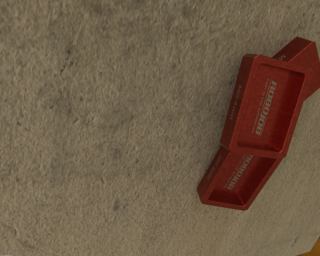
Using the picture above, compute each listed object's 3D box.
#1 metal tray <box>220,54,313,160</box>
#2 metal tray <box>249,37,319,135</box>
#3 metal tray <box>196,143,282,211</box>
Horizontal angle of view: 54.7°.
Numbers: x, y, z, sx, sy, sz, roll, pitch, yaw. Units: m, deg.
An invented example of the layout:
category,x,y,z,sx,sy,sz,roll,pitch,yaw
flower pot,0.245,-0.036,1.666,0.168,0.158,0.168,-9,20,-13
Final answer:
category,x,y,z,sx,sy,sz,roll,pitch,yaw
metal tray,0.142,-0.027,0.419,0.091,0.030,0.129,9,103,-17
metal tray,0.182,-0.061,0.468,0.130,0.030,0.090,-40,130,-1
metal tray,0.126,0.072,0.495,0.091,0.030,0.129,14,119,-18
